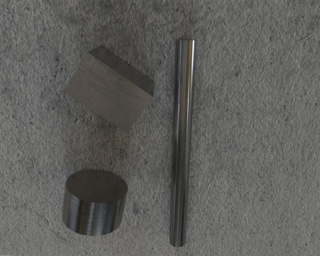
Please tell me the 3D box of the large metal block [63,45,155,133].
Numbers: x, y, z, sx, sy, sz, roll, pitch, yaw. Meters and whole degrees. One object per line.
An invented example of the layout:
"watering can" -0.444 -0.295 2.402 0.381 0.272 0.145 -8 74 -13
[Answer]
"large metal block" -0.054 -0.049 0.362 0.080 0.080 0.050 34 107 -12

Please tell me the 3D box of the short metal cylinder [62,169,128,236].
"short metal cylinder" -0.087 0.097 0.416 0.081 0.080 0.050 11 110 -4

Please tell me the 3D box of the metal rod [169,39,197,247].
"metal rod" 0.029 0.034 0.422 0.025 0.025 0.298 1 110 -1
